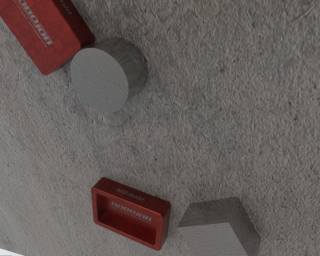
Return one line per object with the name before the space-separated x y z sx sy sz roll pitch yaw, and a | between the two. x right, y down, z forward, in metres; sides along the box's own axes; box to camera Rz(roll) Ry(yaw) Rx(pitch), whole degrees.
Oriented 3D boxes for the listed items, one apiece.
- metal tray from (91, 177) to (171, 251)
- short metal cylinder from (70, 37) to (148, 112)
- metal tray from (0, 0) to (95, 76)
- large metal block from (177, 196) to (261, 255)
metal tray | -0.050 0.143 0.518 0.130 0.030 0.089 17 125 18
short metal cylinder | -0.062 -0.066 0.382 0.080 0.050 0.079 13 124 21
metal tray | -0.154 -0.144 0.396 0.090 0.030 0.130 -23 106 36
large metal block | 0.085 0.150 0.439 0.080 0.050 0.080 -19 108 35
